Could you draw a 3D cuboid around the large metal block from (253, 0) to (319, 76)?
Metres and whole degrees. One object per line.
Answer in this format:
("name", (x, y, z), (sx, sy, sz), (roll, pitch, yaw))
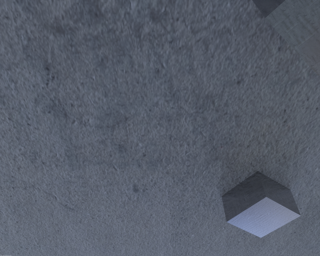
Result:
("large metal block", (0.130, -0.107, 0.282), (0.080, 0.080, 0.050), (34, 122, -26))

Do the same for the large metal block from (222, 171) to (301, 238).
("large metal block", (0.161, 0.125, 0.500), (0.080, 0.050, 0.080), (30, 124, -23))
